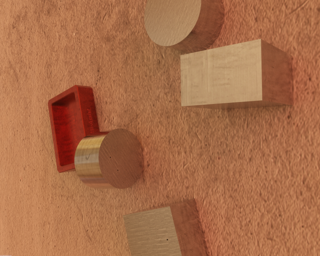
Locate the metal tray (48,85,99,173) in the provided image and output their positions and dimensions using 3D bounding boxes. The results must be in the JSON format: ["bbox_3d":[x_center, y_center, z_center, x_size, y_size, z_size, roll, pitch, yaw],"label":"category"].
[{"bbox_3d":[-0.143,0.003,0.519,0.090,0.030,0.129,-19,78,38],"label":"metal tray"}]

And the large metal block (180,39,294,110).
[{"bbox_3d":[0.077,-0.047,0.306,0.080,0.081,0.050,-1,89,40],"label":"large metal block"}]

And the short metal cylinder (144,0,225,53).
[{"bbox_3d":[0.028,-0.132,0.366,0.080,0.050,0.080,0,90,40],"label":"short metal cylinder"}]

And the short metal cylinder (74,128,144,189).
[{"bbox_3d":[-0.068,0.043,0.426,0.050,0.081,0.080,-9,84,40],"label":"short metal cylinder"}]

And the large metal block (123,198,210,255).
[{"bbox_3d":[0.007,0.137,0.383,0.080,0.050,0.080,-23,76,37],"label":"large metal block"}]
